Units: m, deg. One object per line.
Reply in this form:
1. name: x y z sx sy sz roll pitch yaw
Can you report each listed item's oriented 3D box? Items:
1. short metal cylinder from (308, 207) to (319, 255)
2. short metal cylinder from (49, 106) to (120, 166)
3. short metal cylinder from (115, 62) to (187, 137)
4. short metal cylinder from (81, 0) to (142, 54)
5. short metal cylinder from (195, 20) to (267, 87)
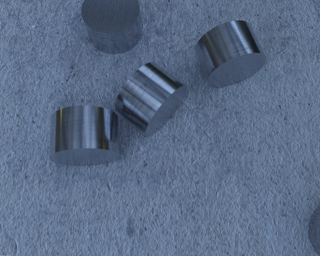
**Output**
1. short metal cylinder: 0.221 0.122 0.352 0.081 0.050 0.080 0 70 0
2. short metal cylinder: -0.090 0.012 0.374 0.081 0.080 0.050 -4 70 -2
3. short metal cylinder: -0.010 -0.036 0.392 0.050 0.080 0.080 39 75 13
4. short metal cylinder: -0.068 -0.155 0.451 0.081 0.050 0.080 0 70 0
5. short metal cylinder: 0.093 -0.097 0.415 0.081 0.080 0.050 -16 71 -6
